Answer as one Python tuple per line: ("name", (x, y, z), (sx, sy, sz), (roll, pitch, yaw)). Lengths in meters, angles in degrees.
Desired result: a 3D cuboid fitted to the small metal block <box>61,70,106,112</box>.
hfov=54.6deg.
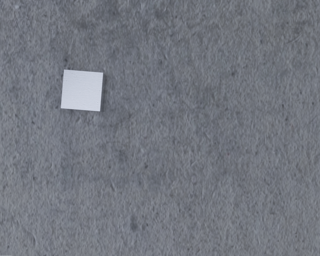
("small metal block", (-0.100, -0.048, 0.409), (0.050, 0.025, 0.050), (5, 90, 0))
